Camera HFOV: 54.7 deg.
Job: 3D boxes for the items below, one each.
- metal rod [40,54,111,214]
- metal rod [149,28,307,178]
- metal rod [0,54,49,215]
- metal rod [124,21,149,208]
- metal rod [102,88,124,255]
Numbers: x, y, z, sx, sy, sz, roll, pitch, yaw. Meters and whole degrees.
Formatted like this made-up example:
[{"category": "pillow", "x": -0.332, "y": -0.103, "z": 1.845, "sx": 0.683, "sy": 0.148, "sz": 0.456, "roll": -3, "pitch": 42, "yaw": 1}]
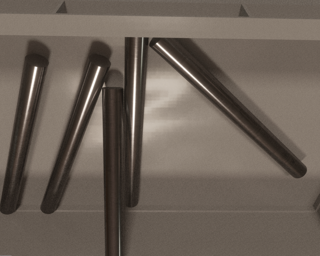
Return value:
[{"category": "metal rod", "x": -0.127, "y": 0.029, "z": 0.432, "sx": 0.025, "sy": 0.025, "sz": 0.298, "roll": 18, "pitch": 128, "yaw": -16}, {"category": "metal rod", "x": 0.103, "y": -0.015, "z": 0.397, "sx": 0.025, "sy": 0.025, "sz": 0.301, "roll": -37, "pitch": 121, "yaw": 27}, {"category": "metal rod", "x": -0.196, "y": 0.030, "z": 0.431, "sx": 0.025, "sy": 0.025, "sz": 0.298, "roll": 18, "pitch": 128, "yaw": -15}, {"category": "metal rod", "x": -0.036, "y": 0.008, "z": 0.415, "sx": 0.025, "sy": 0.025, "sz": 0.298, "roll": 3, "pitch": 130, "yaw": -3}, {"category": "metal rod", "x": -0.061, "y": 0.096, "z": 0.407, "sx": 0.025, "sy": 0.025, "sz": 0.298, "roll": 1, "pitch": 104, "yaw": -2}]
